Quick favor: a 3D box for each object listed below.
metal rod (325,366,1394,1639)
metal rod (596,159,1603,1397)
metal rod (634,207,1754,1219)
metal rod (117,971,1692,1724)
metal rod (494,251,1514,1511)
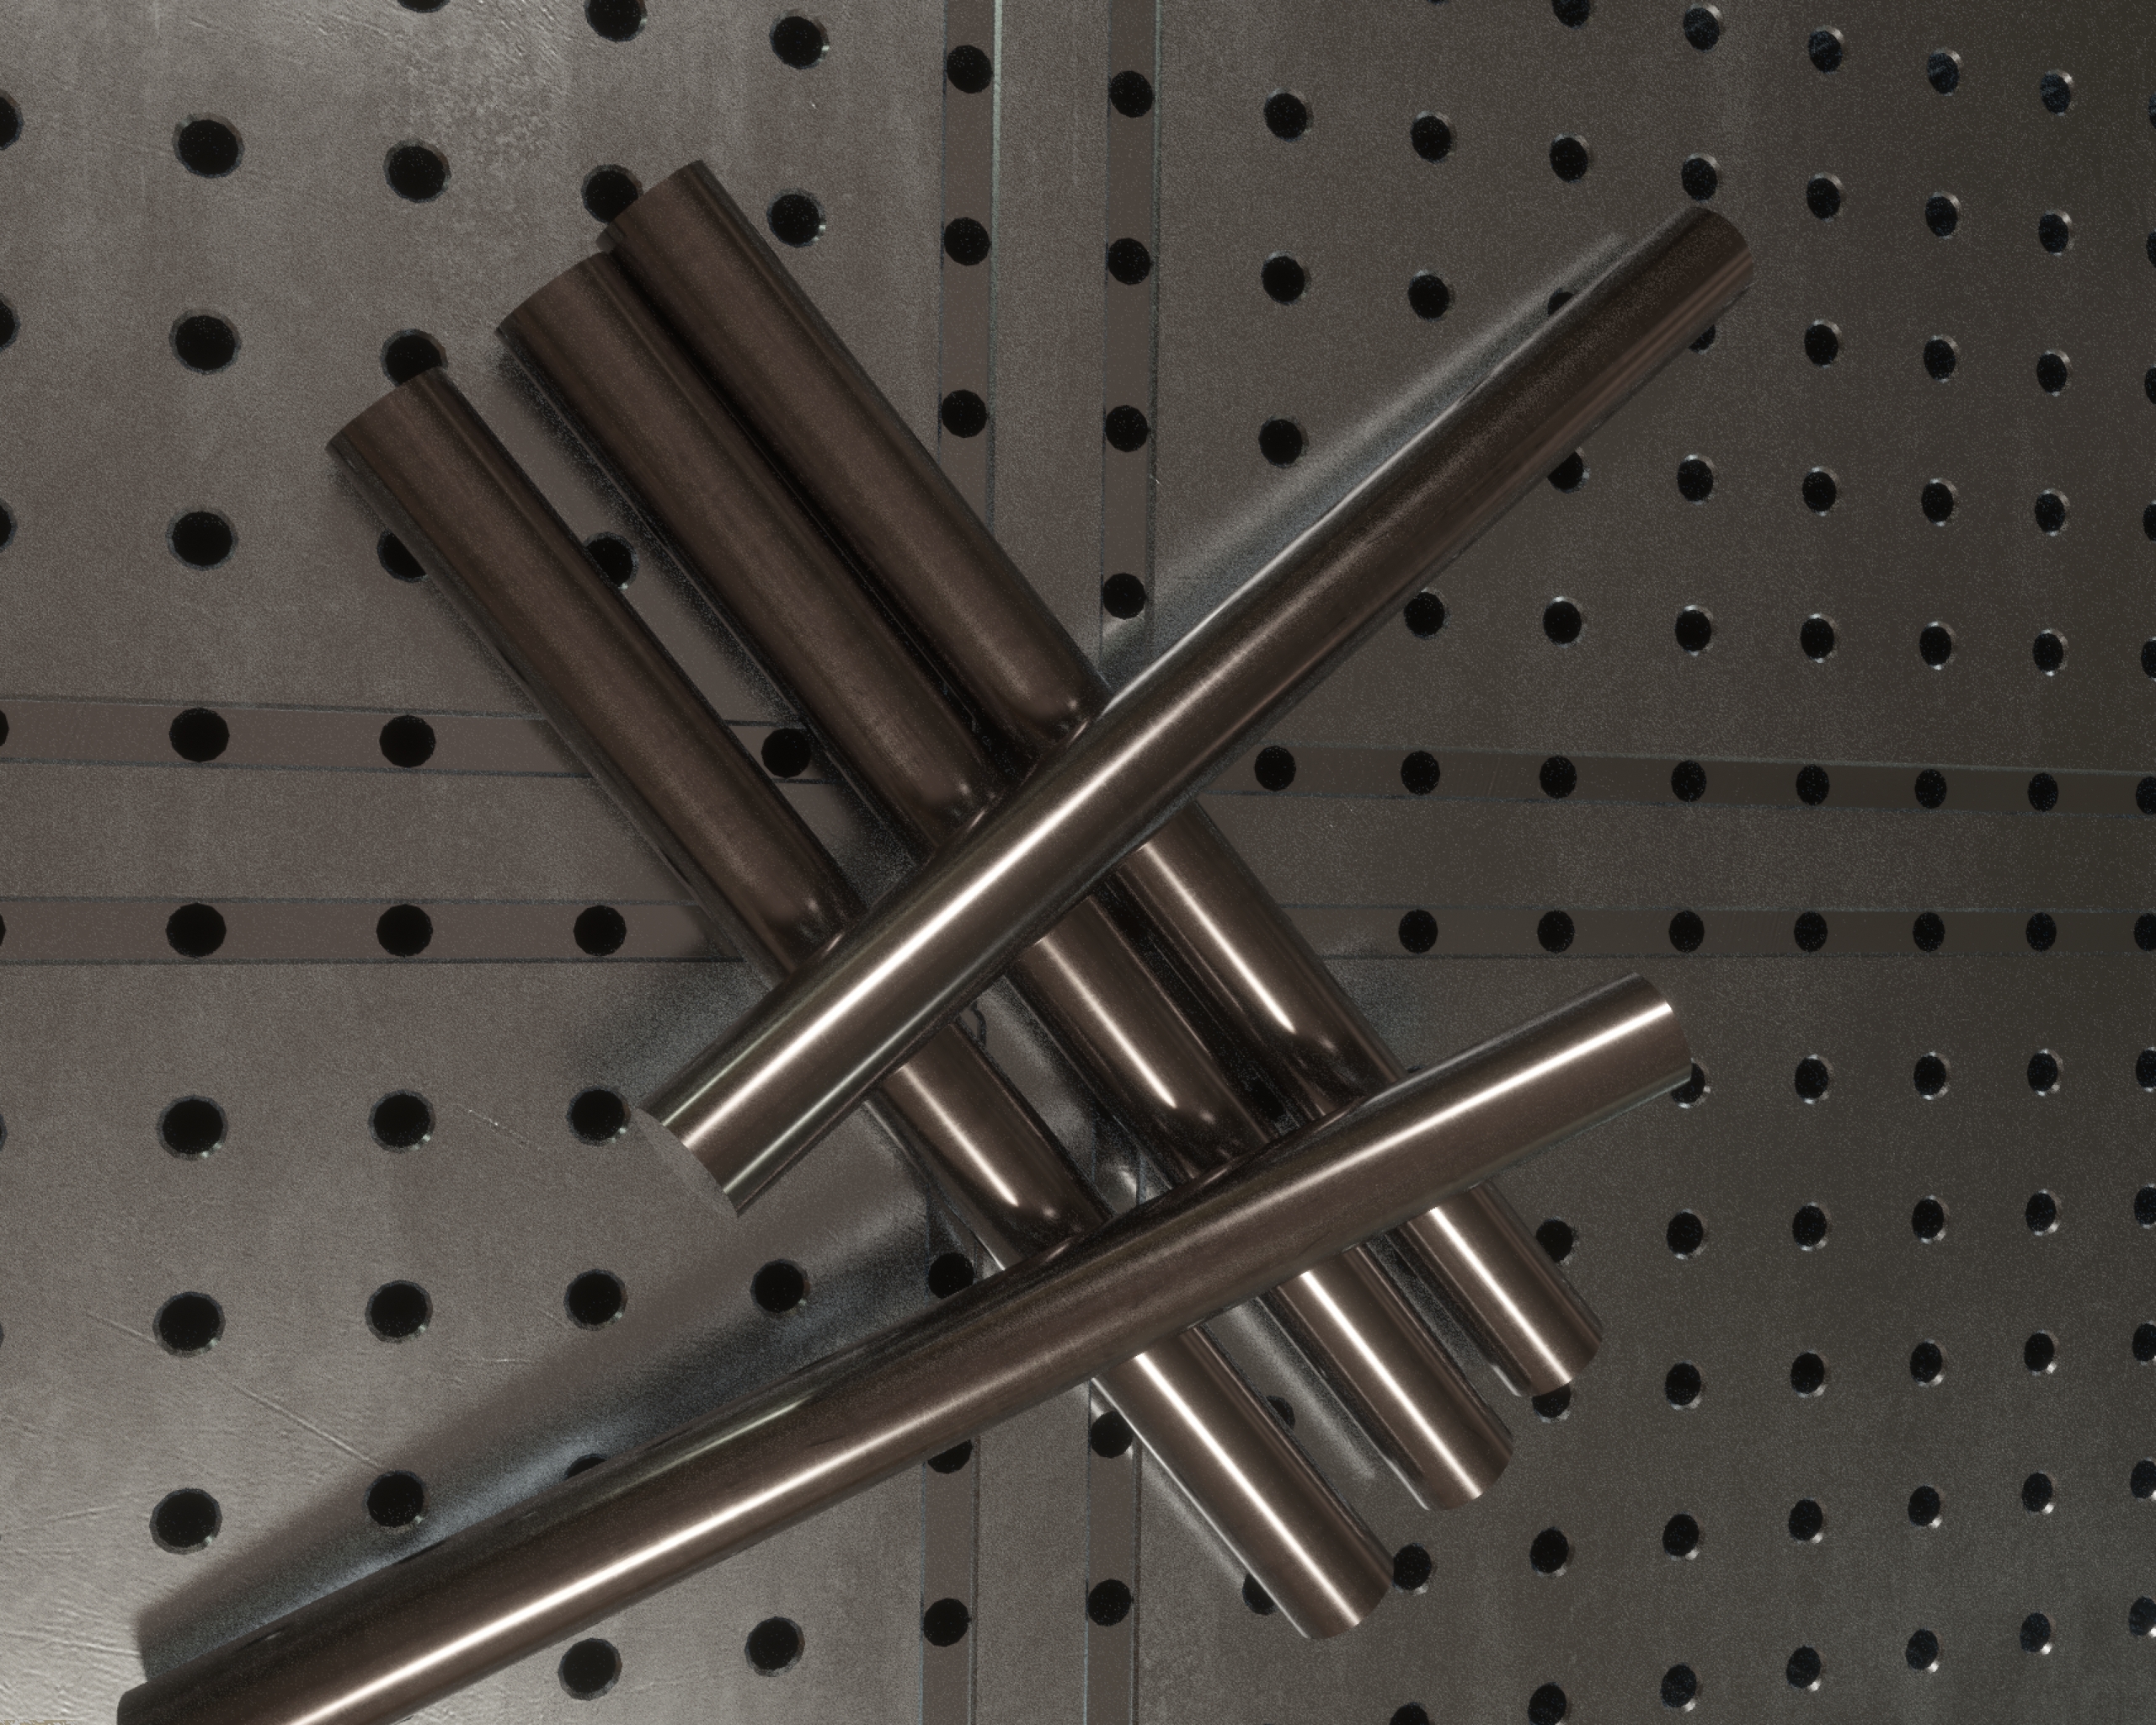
[{"bbox_3d":[-0.034,0.036,0.401,0.025,0.025,0.300,-41,103,-16],"label":"metal rod"},{"bbox_3d":[0.012,-0.007,0.418,0.025,0.025,0.300,-42,104,-15],"label":"metal rod"},{"bbox_3d":[0.037,-0.043,0.406,0.301,0.025,0.025,-42,104,-24],"label":"metal rod"},{"bbox_3d":[-0.022,0.093,0.383,0.302,0.025,0.025,-24,99,-11],"label":"metal rod"},{"bbox_3d":[-0.007,0.013,0.411,0.025,0.025,0.300,-41,103,-16],"label":"metal rod"}]
